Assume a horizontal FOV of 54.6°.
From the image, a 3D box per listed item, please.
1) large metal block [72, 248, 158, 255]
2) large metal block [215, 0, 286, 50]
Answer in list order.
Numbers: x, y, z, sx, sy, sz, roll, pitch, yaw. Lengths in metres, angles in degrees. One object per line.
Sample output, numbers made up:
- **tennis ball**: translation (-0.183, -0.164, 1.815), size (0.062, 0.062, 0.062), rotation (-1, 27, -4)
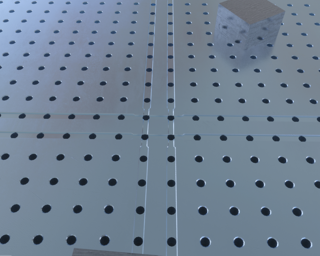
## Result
- **large metal block**: translation (-0.039, 0.154, 0.262), size (0.080, 0.050, 0.080), rotation (4, 50, 3)
- **large metal block**: translation (0.158, -0.193, 0.555), size (0.080, 0.050, 0.080), rotation (-25, 55, -20)
